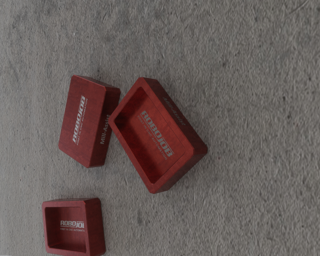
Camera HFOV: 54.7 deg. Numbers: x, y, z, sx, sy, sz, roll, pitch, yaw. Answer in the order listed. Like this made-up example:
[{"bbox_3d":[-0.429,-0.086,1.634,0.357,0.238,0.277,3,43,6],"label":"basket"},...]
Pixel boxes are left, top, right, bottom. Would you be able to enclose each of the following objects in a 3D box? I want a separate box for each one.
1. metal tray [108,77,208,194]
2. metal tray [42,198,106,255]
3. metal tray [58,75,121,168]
[{"bbox_3d":[-0.008,0.008,0.408,0.090,0.030,0.130,-49,61,29],"label":"metal tray"},{"bbox_3d":[-0.150,0.167,0.525,0.130,0.030,0.090,-12,82,39],"label":"metal tray"},{"bbox_3d":[-0.116,-0.012,0.498,0.090,0.030,0.129,24,105,37],"label":"metal tray"}]
